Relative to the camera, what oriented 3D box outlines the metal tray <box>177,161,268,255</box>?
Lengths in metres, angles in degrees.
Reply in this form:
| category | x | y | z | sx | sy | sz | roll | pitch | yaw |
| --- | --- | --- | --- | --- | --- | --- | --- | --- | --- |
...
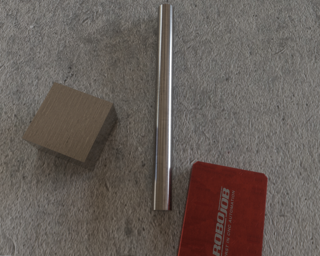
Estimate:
| category | x | y | z | sx | sy | sz | roll | pitch | yaw |
| --- | --- | --- | --- | --- | --- | --- | --- | --- | --- |
| metal tray | 0.073 | 0.112 | 0.366 | 0.091 | 0.030 | 0.130 | 11 | 70 | 3 |

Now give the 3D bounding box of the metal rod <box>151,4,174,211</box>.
| category | x | y | z | sx | sy | sz | roll | pitch | yaw |
| --- | --- | --- | --- | --- | --- | --- | --- | --- | --- |
| metal rod | 0.006 | -0.041 | 0.423 | 0.025 | 0.025 | 0.299 | 1 | 70 | 0 |

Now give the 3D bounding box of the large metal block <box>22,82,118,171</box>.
| category | x | y | z | sx | sy | sz | roll | pitch | yaw |
| --- | --- | --- | --- | --- | --- | --- | --- | --- | --- |
| large metal block | -0.109 | -0.001 | 0.394 | 0.080 | 0.050 | 0.080 | 20 | 71 | 7 |
